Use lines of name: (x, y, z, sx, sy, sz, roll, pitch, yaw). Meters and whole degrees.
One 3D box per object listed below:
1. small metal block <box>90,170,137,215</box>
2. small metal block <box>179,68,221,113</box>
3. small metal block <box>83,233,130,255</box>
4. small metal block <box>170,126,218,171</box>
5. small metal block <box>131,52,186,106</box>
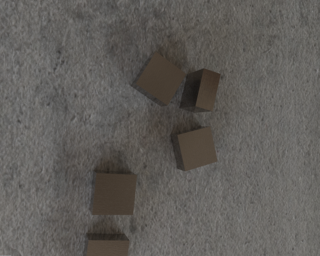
small metal block: (-0.059, 0.081, 0.388, 0.050, 0.025, 0.050, 6, 88, -20)
small metal block: (0.053, -0.049, 0.416, 0.025, 0.050, 0.050, 15, 85, -20)
small metal block: (-0.069, 0.160, 0.385, 0.050, 0.025, 0.050, 9, 87, -20)
small metal block: (0.047, 0.028, 0.428, 0.050, 0.025, 0.050, -14, 95, -20)
small metal block: (-0.002, -0.063, 0.409, 0.050, 0.025, 0.050, 33, 79, -17)
